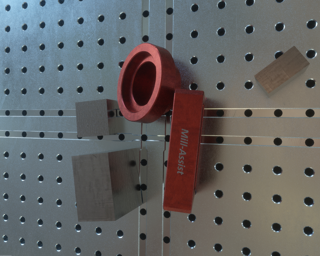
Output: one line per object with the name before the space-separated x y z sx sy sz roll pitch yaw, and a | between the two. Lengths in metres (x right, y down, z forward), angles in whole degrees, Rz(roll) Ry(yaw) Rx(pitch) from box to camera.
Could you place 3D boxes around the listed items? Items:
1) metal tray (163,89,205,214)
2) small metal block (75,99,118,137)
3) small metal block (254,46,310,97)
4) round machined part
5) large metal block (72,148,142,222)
metal tray | 0.031 0.023 0.364 0.030 0.090 0.129 6 92 9
small metal block | -0.091 -0.013 0.443 0.050 0.025 0.050 -5 89 19
small metal block | 0.137 -0.062 0.351 0.050 0.050 0.025 -38 78 16
round machined part | -0.011 -0.054 0.391 0.098 0.042 0.098 -13 73 51
large metal block | -0.066 0.071 0.406 0.050 0.080 0.080 -7 88 19
